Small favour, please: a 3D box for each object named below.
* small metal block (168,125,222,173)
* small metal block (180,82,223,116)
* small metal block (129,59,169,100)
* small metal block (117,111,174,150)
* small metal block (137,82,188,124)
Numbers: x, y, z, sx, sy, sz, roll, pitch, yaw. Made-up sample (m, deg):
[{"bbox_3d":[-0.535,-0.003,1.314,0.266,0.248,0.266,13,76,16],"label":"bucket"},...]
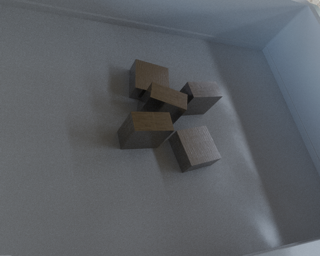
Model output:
[{"bbox_3d":[0.046,0.027,0.413,0.050,0.025,0.050,-9,67,-32],"label":"small metal block"},{"bbox_3d":[0.052,-0.041,0.443,0.050,0.050,0.025,-5,65,-31],"label":"small metal block"},{"bbox_3d":[-0.015,-0.064,0.436,0.050,0.025,0.050,12,57,-22],"label":"small metal block"},{"bbox_3d":[-0.018,0.004,0.377,0.050,0.050,0.025,0,62,-28],"label":"small metal block"},{"bbox_3d":[0.002,-0.029,0.408,0.050,0.050,0.025,18,55,-18],"label":"small metal block"}]
